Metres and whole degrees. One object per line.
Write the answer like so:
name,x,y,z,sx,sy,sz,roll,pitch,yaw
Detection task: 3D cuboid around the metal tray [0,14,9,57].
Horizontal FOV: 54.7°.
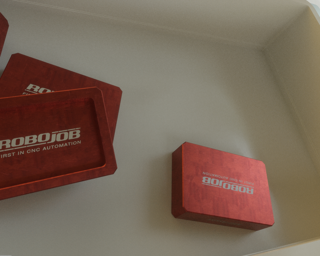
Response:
metal tray,-0.205,-0.090,0.309,0.030,0.090,0.130,-9,59,11

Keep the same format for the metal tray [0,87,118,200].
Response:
metal tray,-0.115,0.014,0.299,0.131,0.030,0.090,-10,87,-22

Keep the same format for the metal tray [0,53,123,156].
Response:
metal tray,-0.115,-0.024,0.355,0.131,0.030,0.090,17,55,-18

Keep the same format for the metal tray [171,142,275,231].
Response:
metal tray,0.080,0.076,0.399,0.131,0.030,0.090,15,56,-20
